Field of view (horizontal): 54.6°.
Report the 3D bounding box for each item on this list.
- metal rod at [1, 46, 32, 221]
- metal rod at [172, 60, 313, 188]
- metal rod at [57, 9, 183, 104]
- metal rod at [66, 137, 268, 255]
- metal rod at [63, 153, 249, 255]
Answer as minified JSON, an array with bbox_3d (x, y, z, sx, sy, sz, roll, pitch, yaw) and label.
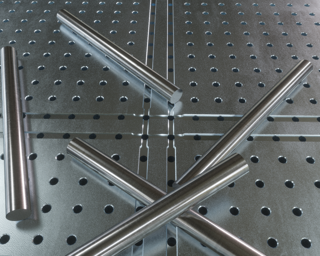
[{"bbox_3d":[-0.199,-0.016,0.420,0.025,0.025,0.300,-15,52,-12],"label":"metal rod"},{"bbox_3d":[0.126,-0.013,0.418,0.025,0.025,0.302,36,58,26],"label":"metal rod"},{"bbox_3d":[-0.080,-0.129,0.515,0.025,0.025,0.300,-36,59,-26],"label":"metal rod"},{"bbox_3d":[0.015,0.089,0.333,0.300,0.025,0.025,28,56,22],"label":"metal rod"},{"bbox_3d":[-0.043,0.107,0.294,0.302,0.025,0.025,-28,55,-13],"label":"metal rod"}]
